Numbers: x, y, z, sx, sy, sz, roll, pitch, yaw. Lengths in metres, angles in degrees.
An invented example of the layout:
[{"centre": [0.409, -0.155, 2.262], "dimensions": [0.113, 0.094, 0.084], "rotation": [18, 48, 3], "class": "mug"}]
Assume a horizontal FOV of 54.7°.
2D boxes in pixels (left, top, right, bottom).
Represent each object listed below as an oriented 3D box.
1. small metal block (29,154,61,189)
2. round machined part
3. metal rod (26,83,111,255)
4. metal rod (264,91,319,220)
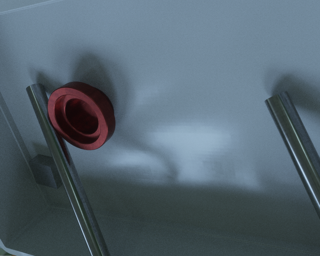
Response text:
[{"centre": [-0.203, 0.079, 0.562], "dimensions": [0.050, 0.025, 0.050], "rotation": [8, 122, 23], "class": "small metal block"}, {"centre": [-0.105, -0.020, 0.438], "dimensions": [0.098, 0.042, 0.097], "rotation": [13, 124, 20], "class": "round machined part"}, {"centre": [-0.130, 0.073, 0.449], "dimensions": [0.025, 0.025, 0.299], "rotation": [-31, 80, 37], "class": "metal rod"}, {"centre": [0.176, 0.103, 0.299], "dimensions": [0.025, 0.025, 0.299], "rotation": [-30, 77, 37], "class": "metal rod"}]
